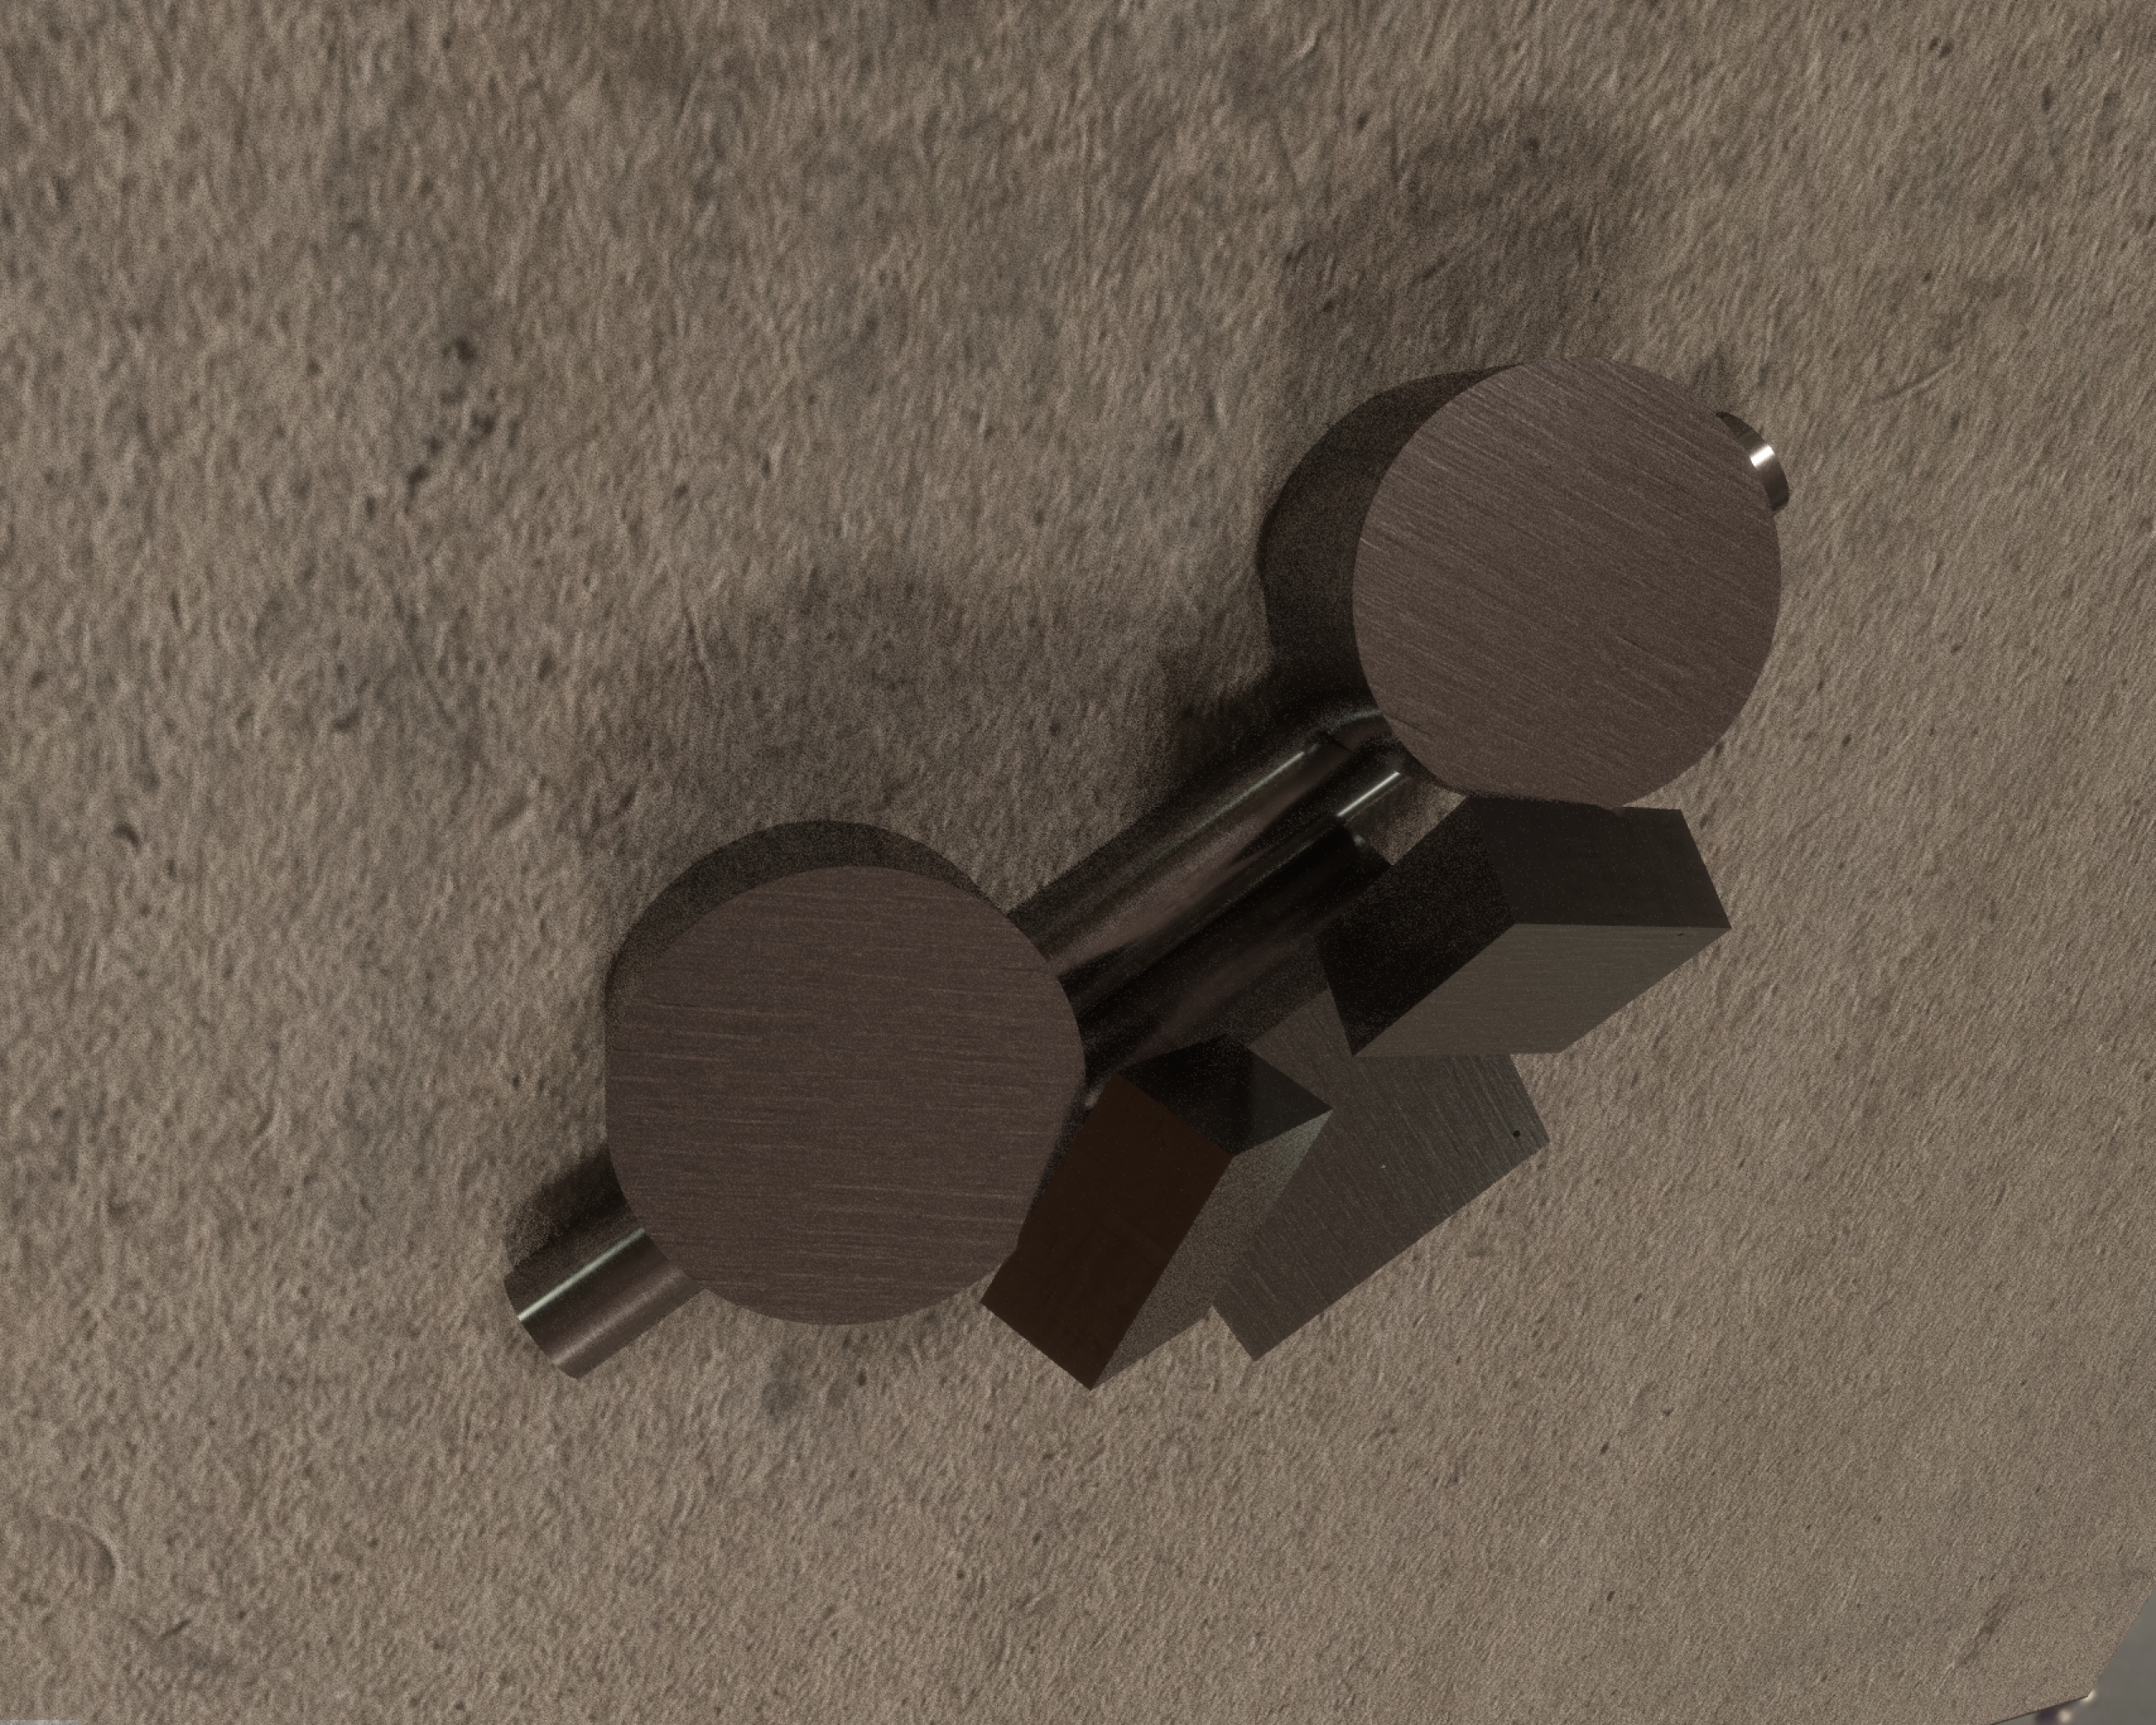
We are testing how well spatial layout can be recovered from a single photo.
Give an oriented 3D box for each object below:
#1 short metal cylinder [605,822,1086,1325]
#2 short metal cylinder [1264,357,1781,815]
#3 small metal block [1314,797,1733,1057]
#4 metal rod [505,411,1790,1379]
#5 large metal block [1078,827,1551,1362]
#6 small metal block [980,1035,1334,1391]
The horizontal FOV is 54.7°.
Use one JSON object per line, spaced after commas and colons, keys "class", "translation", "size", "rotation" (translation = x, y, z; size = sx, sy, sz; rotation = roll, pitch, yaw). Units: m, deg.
{"class": "short metal cylinder", "translation": [-0.043, 0.036, 0.374], "size": [0.081, 0.050, 0.079], "rotation": [-2, 100, -13]}
{"class": "short metal cylinder", "translation": [0.081, -0.051, 0.387], "size": [0.081, 0.050, 0.079], "rotation": [-2, 100, -12]}
{"class": "small metal block", "translation": [0.080, 0.013, 0.381], "size": [0.050, 0.025, 0.050], "rotation": [2, 148, -30]}
{"class": "metal rod", "translation": [0.018, 0.004, 0.421], "size": [0.301, 0.025, 0.025], "rotation": [-36, 129, -5]}
{"class": "large metal block", "translation": [0.043, 0.046, 0.444], "size": [0.080, 0.050, 0.080], "rotation": [-36, 130, -5]}
{"class": "small metal block", "translation": [0.015, 0.061, 0.376], "size": [0.050, 0.025, 0.050], "rotation": [-61, 159, 16]}
